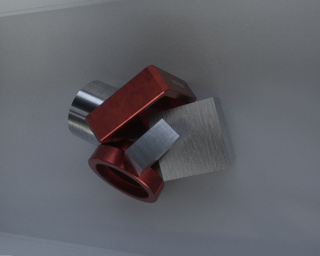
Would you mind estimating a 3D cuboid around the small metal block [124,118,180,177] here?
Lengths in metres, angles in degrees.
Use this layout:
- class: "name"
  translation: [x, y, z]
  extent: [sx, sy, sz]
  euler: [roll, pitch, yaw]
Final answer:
- class: "small metal block"
  translation: [-0.010, 0.022, 0.326]
  extent: [0.050, 0.050, 0.025]
  euler: [-42, 83, -18]

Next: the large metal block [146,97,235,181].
- class: "large metal block"
  translation: [0.039, 0.012, 0.373]
  extent: [0.080, 0.050, 0.080]
  euler: [-15, 90, 19]

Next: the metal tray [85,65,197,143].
- class: "metal tray"
  translation: [-0.014, -0.023, 0.357]
  extent: [0.090, 0.130, 0.030]
  euler: [-37, 80, 16]

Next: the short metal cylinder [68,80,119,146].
- class: "short metal cylinder"
  translation: [-0.073, -0.016, 0.404]
  extent: [0.050, 0.080, 0.080]
  euler: [24, 98, 18]

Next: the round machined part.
- class: "round machined part"
  translation: [-0.037, 0.051, 0.392]
  extent: [0.098, 0.098, 0.042]
  euler: [22, 62, 18]
